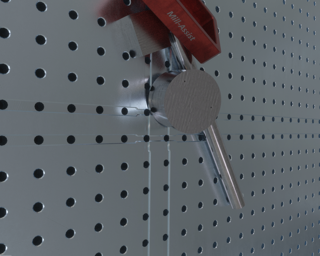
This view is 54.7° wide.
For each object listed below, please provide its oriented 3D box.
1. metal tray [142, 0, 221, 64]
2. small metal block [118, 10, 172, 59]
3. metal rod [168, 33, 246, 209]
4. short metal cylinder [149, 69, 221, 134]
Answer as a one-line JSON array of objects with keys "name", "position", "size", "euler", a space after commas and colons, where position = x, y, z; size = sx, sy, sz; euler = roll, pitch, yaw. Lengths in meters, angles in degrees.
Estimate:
[{"name": "metal tray", "position": [0.028, -0.156, 0.402], "size": [0.130, 0.030, 0.090], "euler": [38, 38, -33]}, {"name": "small metal block", "position": [-0.018, -0.120, 0.393], "size": [0.050, 0.025, 0.050], "euler": [-30, 109, -36]}, {"name": "metal rod", "position": [0.076, -0.003, 0.472], "size": [0.025, 0.025, 0.299], "euler": [-36, 112, -34]}, {"name": "short metal cylinder", "position": [0.032, -0.036, 0.404], "size": [0.081, 0.050, 0.079], "euler": [-4, 101, -23]}]
